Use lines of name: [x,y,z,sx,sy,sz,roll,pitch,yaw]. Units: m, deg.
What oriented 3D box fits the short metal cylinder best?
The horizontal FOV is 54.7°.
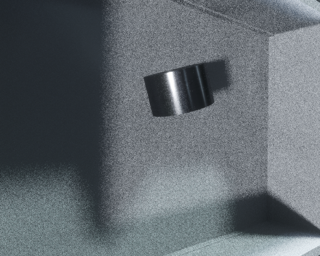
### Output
short metal cylinder: [0.024,-0.049,0.393,0.081,0.080,0.050,-23,105,-38]
